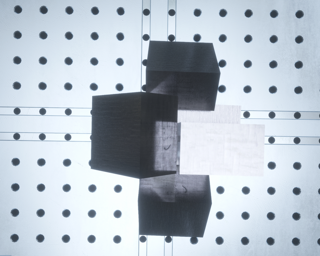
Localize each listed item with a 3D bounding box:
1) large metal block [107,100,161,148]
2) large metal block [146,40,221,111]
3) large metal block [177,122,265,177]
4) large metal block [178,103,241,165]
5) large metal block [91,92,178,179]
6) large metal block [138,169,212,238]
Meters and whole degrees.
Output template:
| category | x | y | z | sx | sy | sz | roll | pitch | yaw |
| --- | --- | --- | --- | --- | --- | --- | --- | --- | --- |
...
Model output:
| category | x | y | z | sx | sy | sz | roll | pitch | yaw |
| --- | --- | --- | --- | --- | --- | --- | --- | --- | --- |
| large metal block | -0.028 | 0.006 | 0.401 | 0.080 | 0.050 | 0.080 | 7 | 90 | 0 |
| large metal block | 0.025 | -0.066 | 0.379 | 0.080 | 0.080 | 0.050 | 2 | 128 | 0 |
| large metal block | 0.060 | 0.020 | 0.336 | 0.080 | 0.080 | 0.050 | 2 | 90 | 0 |
| large metal block | 0.057 | 0.011 | 0.401 | 0.080 | 0.050 | 0.080 | 3 | 90 | 0 |
| large metal block | -0.029 | 0.006 | 0.328 | 0.080 | 0.050 | 0.080 | 2 | 91 | 45 |
| large metal block | 0.016 | 0.091 | 0.380 | 0.080 | 0.050 | 0.080 | 2 | 135 | 0 |
